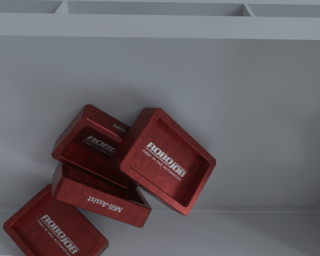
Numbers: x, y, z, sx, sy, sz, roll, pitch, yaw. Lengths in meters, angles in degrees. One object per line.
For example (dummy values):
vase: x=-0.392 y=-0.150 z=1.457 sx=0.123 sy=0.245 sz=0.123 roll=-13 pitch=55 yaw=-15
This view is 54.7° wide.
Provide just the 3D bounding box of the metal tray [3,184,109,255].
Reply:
metal tray: x=-0.152 y=0.158 z=0.457 sx=0.130 sy=0.090 sz=0.030 roll=39 pitch=159 yaw=17

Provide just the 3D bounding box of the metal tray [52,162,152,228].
metal tray: x=-0.084 y=0.091 z=0.441 sx=0.131 sy=0.090 sz=0.030 roll=26 pitch=92 yaw=-21

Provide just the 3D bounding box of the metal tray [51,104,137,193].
metal tray: x=-0.070 y=0.034 z=0.433 sx=0.131 sy=0.030 sz=0.090 roll=31 pitch=123 yaw=-24

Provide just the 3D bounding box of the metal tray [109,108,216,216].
metal tray: x=0.009 y=0.045 z=0.406 sx=0.130 sy=0.090 sz=0.030 roll=42 pitch=161 yaw=-30
